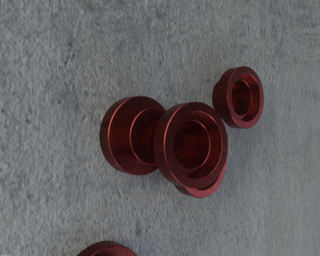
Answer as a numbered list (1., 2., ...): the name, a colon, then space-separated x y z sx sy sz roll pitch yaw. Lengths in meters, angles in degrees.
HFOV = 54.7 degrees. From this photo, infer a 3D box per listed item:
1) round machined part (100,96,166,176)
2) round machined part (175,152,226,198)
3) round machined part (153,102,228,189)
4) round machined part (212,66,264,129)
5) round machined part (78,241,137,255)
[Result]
1. round machined part: -0.020 0.009 0.379 0.099 0.042 0.097 0 91 -40
2. round machined part: 0.047 0.045 0.434 0.099 0.042 0.097 -2 93 -43
3. round machined part: 0.031 0.020 0.364 0.099 0.042 0.097 2 87 -37
4. round machined part: 0.122 -0.048 0.499 0.099 0.042 0.097 0 90 -40
5. round machined part: -0.058 0.182 0.347 0.099 0.042 0.097 0 90 -40
